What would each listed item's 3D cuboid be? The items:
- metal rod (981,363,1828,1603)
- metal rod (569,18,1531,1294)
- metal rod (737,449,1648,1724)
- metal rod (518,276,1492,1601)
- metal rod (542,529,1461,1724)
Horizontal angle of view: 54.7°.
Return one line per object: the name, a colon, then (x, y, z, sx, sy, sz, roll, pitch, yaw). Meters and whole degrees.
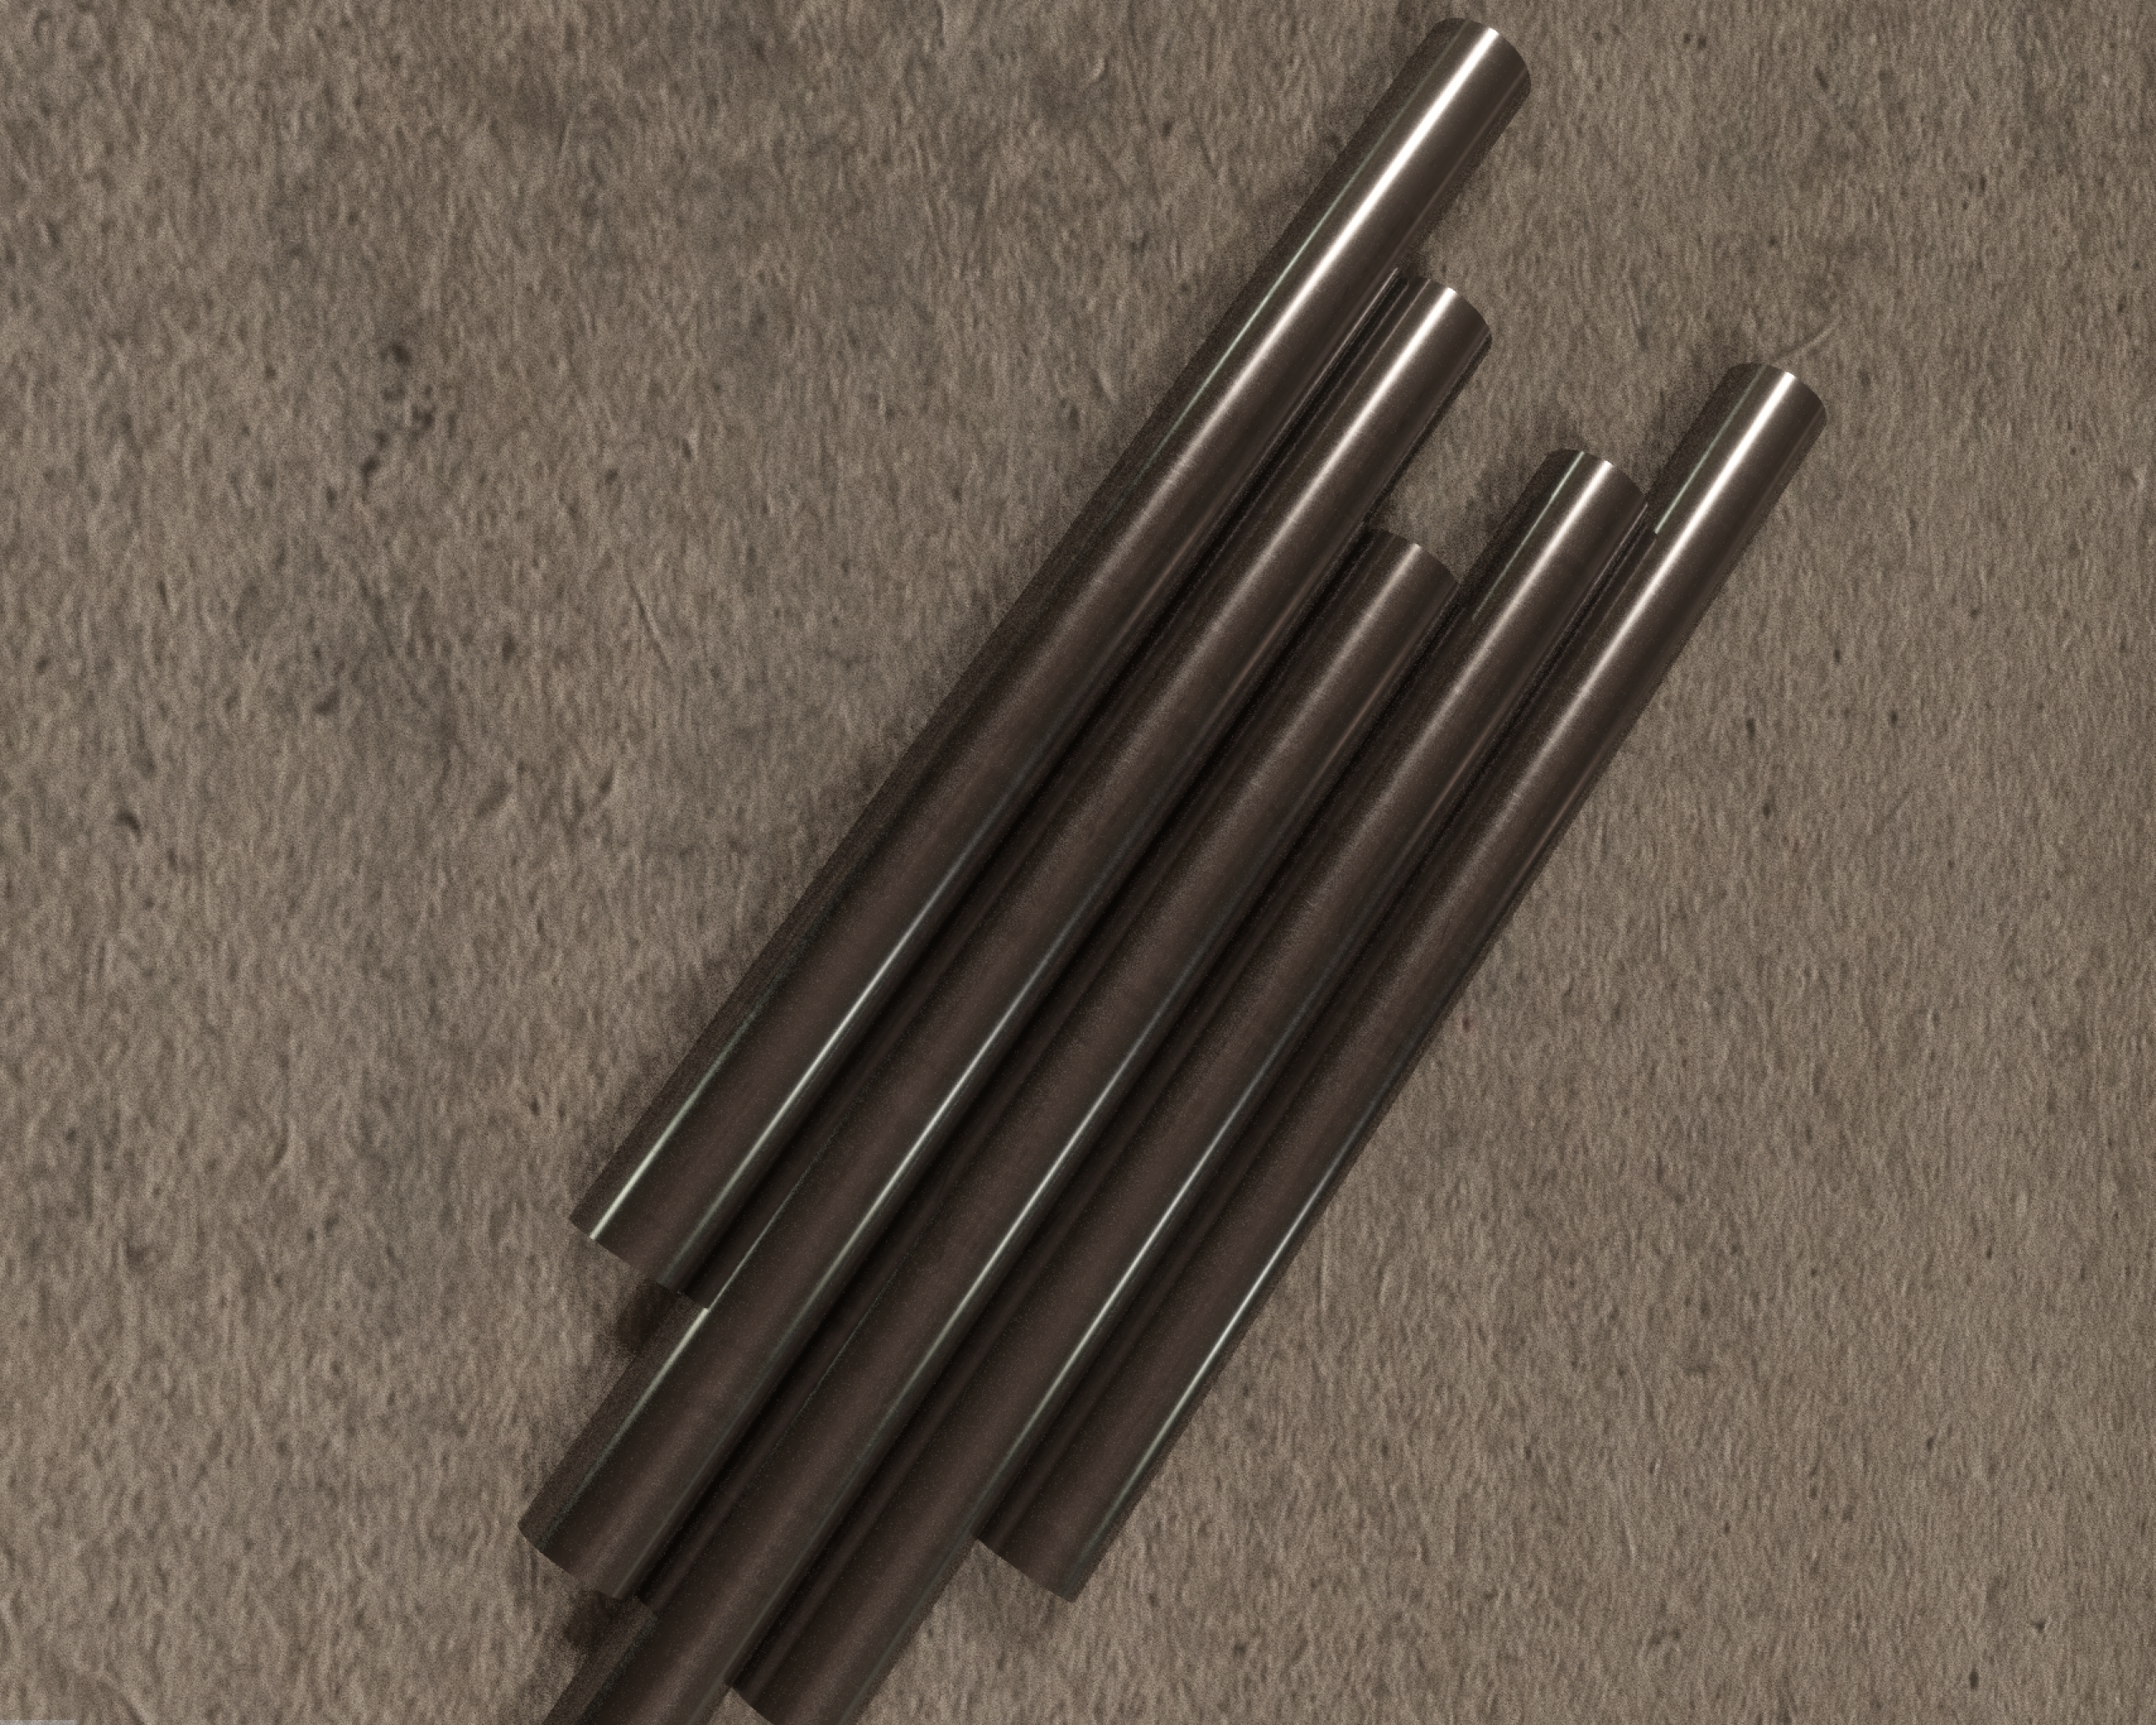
metal rod: (0.073, 0.017, 0.438, 0.025, 0.025, 0.300, 38, 78, -16)
metal rod: (0.001, -0.049, 0.412, 0.025, 0.025, 0.300, 38, 78, -16)
metal rod: (0.029, 0.039, 0.422, 0.025, 0.025, 0.300, 38, 78, -16)
metal rod: (-0.007, 0.006, 0.409, 0.025, 0.025, 0.300, 38, 78, -16)
metal rod: (-0.014, 0.059, 0.406, 0.025, 0.025, 0.300, 38, 78, -16)
